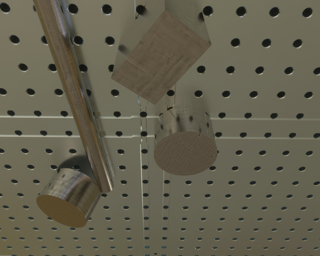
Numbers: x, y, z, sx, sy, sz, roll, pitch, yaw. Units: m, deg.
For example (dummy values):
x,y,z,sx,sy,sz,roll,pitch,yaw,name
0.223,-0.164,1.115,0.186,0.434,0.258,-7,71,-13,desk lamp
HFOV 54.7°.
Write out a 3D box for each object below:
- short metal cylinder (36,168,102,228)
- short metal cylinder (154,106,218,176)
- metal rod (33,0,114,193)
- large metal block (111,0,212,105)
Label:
x,y,z,sx,sy,sz,roll,pitch,yaw,name
-0.136,0.106,0.470,0.080,0.050,0.079,12,135,13,short metal cylinder
0.032,0.018,0.411,0.081,0.050,0.079,0,130,0,short metal cylinder
-0.099,-0.020,0.393,0.025,0.025,0.298,-4,130,3,metal rod
0.000,-0.084,0.304,0.050,0.080,0.080,30,124,-23,large metal block
